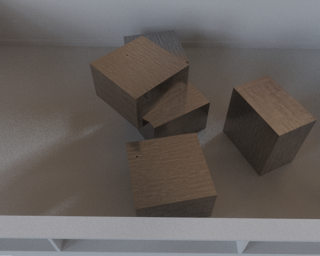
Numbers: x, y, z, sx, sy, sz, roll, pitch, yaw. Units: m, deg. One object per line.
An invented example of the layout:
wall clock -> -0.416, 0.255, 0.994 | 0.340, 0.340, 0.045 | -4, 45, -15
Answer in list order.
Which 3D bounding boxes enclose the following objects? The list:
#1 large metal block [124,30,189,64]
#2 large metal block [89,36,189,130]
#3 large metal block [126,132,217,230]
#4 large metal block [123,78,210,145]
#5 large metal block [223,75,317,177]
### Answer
large metal block -> -0.008, -0.101, 0.473 | 0.081, 0.050, 0.080 | -10, 51, -8
large metal block -> -0.023, -0.057, 0.371 | 0.080, 0.050, 0.080 | -36, 59, -26
large metal block -> 0.009, 0.057, 0.341 | 0.081, 0.050, 0.080 | -8, 51, -7
large metal block -> 0.007, -0.026, 0.411 | 0.081, 0.050, 0.080 | -25, 55, -20
large metal block -> 0.125, -0.003, 0.372 | 0.050, 0.080, 0.080 | -21, 53, -16
